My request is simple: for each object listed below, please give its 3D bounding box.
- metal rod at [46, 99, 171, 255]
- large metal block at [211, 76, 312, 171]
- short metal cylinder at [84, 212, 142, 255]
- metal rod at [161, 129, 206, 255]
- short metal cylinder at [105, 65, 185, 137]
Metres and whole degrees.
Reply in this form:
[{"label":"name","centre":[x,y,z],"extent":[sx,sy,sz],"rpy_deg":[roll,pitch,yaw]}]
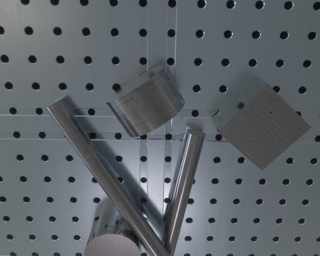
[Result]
[{"label":"metal rod","centre":[-0.059,0.092,0.432],"extent":[0.025,0.025,0.299],"rpy_deg":[-30,102,10]},{"label":"large metal block","centre":[0.127,-0.007,0.399],"extent":[0.080,0.050,0.080],"rpy_deg":[40,105,-14]},{"label":"short metal cylinder","centre":[-0.068,0.175,0.464],"extent":[0.081,0.050,0.079],"rpy_deg":[0,110,0]},{"label":"metal rod","centre":[0.020,0.143,0.466],"extent":[0.025,0.025,0.298],"rpy_deg":[10,110,-4]},{"label":"short metal cylinder","centre":[-0.017,-0.033,0.372],"extent":[0.080,0.080,0.050],"rpy_deg":[-29,108,10]}]
